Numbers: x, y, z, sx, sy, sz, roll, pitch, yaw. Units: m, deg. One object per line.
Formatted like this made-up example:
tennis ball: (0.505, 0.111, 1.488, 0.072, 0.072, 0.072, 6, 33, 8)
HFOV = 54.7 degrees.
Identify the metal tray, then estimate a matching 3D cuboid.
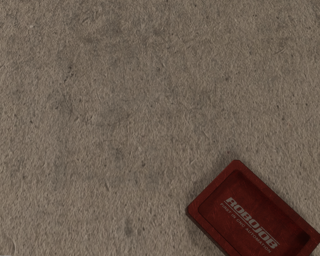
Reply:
metal tray: (0.106, 0.113, 0.365, 0.090, 0.030, 0.130, -42, 76, -14)
